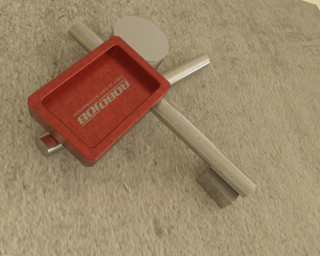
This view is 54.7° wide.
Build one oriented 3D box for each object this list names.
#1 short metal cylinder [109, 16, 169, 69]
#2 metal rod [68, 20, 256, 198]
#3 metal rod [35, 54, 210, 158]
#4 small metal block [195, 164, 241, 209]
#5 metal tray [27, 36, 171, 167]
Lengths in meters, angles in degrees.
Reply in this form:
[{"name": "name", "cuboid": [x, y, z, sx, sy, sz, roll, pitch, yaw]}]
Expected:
[{"name": "short metal cylinder", "cuboid": [-0.034, -0.110, 0.439, 0.081, 0.050, 0.080, 14, 56, -21]}, {"name": "metal rod", "cuboid": [0.002, -0.025, 0.391, 0.300, 0.025, 0.025, 43, 51, 1]}, {"name": "metal rod", "cuboid": [-0.026, -0.045, 0.420, 0.302, 0.025, 0.025, -34, 81, -38]}, {"name": "small metal block", "cuboid": [0.083, 0.069, 0.410, 0.050, 0.025, 0.050, 47, 51, 5]}, {"name": "metal tray", "cuboid": [-0.062, -0.033, 0.340, 0.090, 0.030, 0.131, 43, 62, 2]}]
